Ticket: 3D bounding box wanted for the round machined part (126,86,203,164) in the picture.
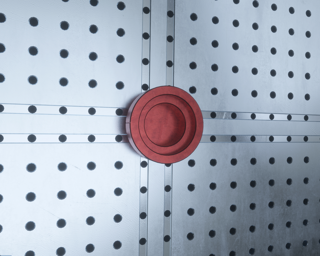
[{"bbox_3d":[0.003,-0.004,0.404,0.099,0.042,0.097,0,90,-20],"label":"round machined part"}]
